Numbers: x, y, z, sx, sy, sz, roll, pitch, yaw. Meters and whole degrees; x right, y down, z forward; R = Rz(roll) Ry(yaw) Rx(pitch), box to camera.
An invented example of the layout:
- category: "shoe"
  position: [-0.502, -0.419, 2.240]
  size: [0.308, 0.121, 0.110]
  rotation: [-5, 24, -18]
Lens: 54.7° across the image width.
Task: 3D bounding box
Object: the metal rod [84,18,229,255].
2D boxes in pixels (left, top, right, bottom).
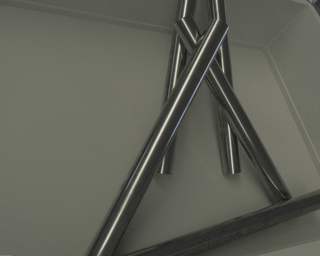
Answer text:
- category: "metal rod"
  position: [0.000, 0.010, 0.323]
  size: [0.025, 0.025, 0.300]
  rotation: [30, 76, -9]

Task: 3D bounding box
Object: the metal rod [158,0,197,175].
- category: "metal rod"
  position: [0.024, -0.091, 0.395]
  size: [0.025, 0.025, 0.299]
  rotation: [12, 82, -22]

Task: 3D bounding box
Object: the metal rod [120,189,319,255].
- category: "metal rod"
  position: [0.091, 0.117, 0.362]
  size: [0.303, 0.025, 0.025]
  rotation: [-9, 66, -25]

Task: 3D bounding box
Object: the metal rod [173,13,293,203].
- category: "metal rod"
  position: [0.104, -0.006, 0.401]
  size: [0.025, 0.025, 0.299]
  rotation: [-43, 106, -39]

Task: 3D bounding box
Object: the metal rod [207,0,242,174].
- category: "metal rod"
  position: [0.085, -0.088, 0.426]
  size: [0.025, 0.025, 0.298]
  rotation: [-5, 89, -31]
